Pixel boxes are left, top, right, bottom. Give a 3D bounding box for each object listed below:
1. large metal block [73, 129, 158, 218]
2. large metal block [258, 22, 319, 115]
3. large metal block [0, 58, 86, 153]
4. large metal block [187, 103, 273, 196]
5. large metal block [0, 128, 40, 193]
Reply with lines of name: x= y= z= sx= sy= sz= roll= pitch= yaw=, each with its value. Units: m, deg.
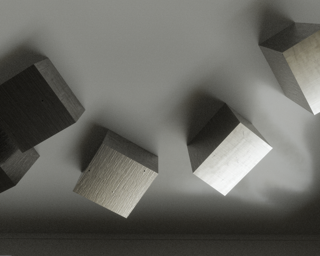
large metal block: x=-0.058 y=0.061 z=0.420 sx=0.080 sy=0.050 sz=0.080 roll=30 pitch=107 yaw=-11
large metal block: x=0.167 y=-0.072 z=0.358 sx=0.050 sy=0.080 sz=0.080 roll=-32 pitch=107 yaw=11
large metal block: x=-0.155 y=-0.029 z=0.385 sx=0.080 sy=0.050 sz=0.080 roll=-29 pitch=108 yaw=9
large metal block: x=0.083 y=0.024 z=0.392 sx=0.050 sy=0.080 sz=0.080 roll=37 pitch=106 yaw=-13
large metal block: x=-0.210 y=0.031 z=0.391 sx=0.050 sy=0.080 sz=0.080 roll=-26 pitch=108 yaw=9
